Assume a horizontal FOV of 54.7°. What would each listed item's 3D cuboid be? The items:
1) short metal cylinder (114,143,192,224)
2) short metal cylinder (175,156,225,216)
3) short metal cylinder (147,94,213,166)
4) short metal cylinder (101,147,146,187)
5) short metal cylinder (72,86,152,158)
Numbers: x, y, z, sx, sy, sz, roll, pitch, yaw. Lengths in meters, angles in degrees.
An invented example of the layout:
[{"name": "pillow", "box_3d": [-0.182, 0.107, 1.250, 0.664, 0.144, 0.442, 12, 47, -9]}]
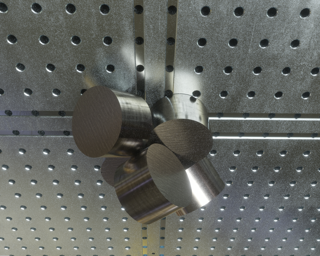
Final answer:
[{"name": "short metal cylinder", "box_3d": [-0.007, 0.065, 0.363, 0.050, 0.080, 0.080, -34, 123, 25]}, {"name": "short metal cylinder", "box_3d": [0.043, 0.078, 0.434, 0.080, 0.080, 0.050, -33, 88, 24]}, {"name": "short metal cylinder", "box_3d": [0.025, 0.003, 0.398, 0.081, 0.050, 0.079, 0, 130, 0]}, {"name": "short metal cylinder", "box_3d": [-0.038, 0.043, 0.431, 0.081, 0.050, 0.079, 0, 130, 0]}, {"name": "short metal cylinder", "box_3d": [-0.056, -0.005, 0.361, 0.080, 0.080, 0.050, -38, 155, 27]}]
